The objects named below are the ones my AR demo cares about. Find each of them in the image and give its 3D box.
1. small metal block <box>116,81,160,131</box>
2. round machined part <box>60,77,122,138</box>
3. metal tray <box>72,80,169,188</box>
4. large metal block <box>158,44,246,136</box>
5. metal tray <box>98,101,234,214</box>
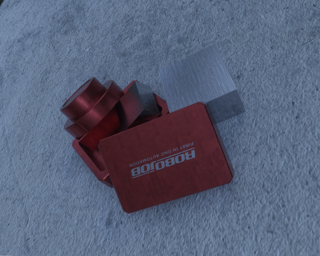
[{"bbox_3d":[-0.031,-0.024,0.407,0.050,0.025,0.050,-46,47,33],"label":"small metal block"},{"bbox_3d":[-0.104,-0.035,0.444,0.098,0.042,0.098,-37,22,18],"label":"round machined part"},{"bbox_3d":[-0.049,0.005,0.424,0.130,0.030,0.090,-46,51,-4],"label":"metal tray"},{"bbox_3d":[0.051,-0.047,0.392,0.080,0.050,0.080,-24,53,13],"label":"large metal block"},{"bbox_3d":[0.006,0.034,0.349,0.130,0.030,0.090,-21,90,16],"label":"metal tray"}]
